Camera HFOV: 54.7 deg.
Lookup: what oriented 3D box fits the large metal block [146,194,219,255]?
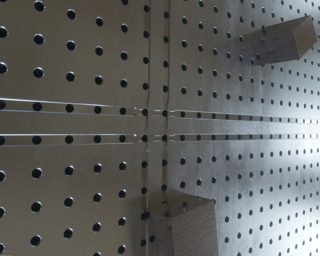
[{"bbox_3d":[0.031,0.144,0.422,0.081,0.050,0.079,-10,96,-40],"label":"large metal block"}]

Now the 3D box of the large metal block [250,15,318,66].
[{"bbox_3d":[0.226,-0.159,0.566,0.080,0.080,0.050,-39,115,-33],"label":"large metal block"}]
